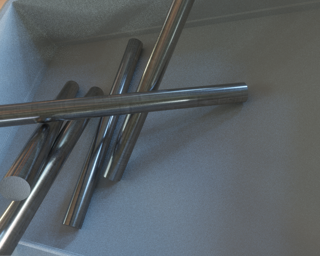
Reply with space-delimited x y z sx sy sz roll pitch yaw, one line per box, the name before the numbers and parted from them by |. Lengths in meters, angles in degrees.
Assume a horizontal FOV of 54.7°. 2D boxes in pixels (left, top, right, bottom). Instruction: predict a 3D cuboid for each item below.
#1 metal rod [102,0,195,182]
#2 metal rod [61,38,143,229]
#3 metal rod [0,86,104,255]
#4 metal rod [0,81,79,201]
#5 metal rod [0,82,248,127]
metal rod | -0.006 -0.073 0.386 0.025 0.025 0.298 28 98 37
metal rod | -0.076 -0.008 0.450 0.025 0.025 0.300 1 62 28
metal rod | -0.119 0.025 0.371 0.025 0.025 0.301 -18 29 18
metal rod | -0.136 -0.009 0.394 0.025 0.025 0.300 -32 23 8
metal rod | -0.045 -0.028 0.361 0.302 0.025 0.025 -6 55 -8
